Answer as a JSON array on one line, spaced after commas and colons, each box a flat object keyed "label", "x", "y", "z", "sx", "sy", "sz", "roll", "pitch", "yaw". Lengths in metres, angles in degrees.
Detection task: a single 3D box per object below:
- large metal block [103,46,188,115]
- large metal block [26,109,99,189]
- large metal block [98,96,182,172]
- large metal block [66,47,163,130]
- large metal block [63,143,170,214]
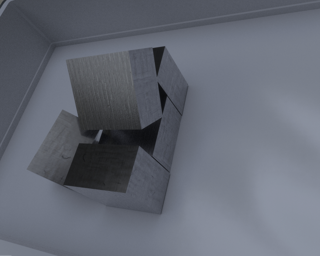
[{"label": "large metal block", "x": -0.018, "y": -0.057, "z": 0.411, "sx": 0.080, "sy": 0.080, "sz": 0.050, "roll": -1, "pitch": 61, "yaw": 27}, {"label": "large metal block", "x": -0.121, "y": 0.032, "z": 0.400, "sx": 0.050, "sy": 0.080, "sz": 0.080, "roll": 28, "pitch": 72, "yaw": -8}, {"label": "large metal block", "x": -0.025, "y": 0.008, "z": 0.397, "sx": 0.080, "sy": 0.050, "sz": 0.080, "roll": -1, "pitch": 61, "yaw": 27}, {"label": "large metal block", "x": -0.049, "y": -0.043, "z": 0.347, "sx": 0.080, "sy": 0.079, "sz": 0.050, "roll": -1, "pitch": 17, "yaw": 27}, {"label": "large metal block", "x": -0.046, "y": 0.058, "z": 0.354, "sx": 0.080, "sy": 0.080, "sz": 0.050, "roll": 0, "pitch": 62, "yaw": 28}]
